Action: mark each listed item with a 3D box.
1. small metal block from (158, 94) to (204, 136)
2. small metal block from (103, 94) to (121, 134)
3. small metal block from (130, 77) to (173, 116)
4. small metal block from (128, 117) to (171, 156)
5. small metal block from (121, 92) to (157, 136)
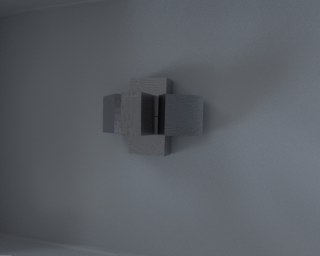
[{"bbox_3d":[0.025,-0.016,0.387,0.050,0.025,0.050,1,91,-20],"label":"small metal block"},{"bbox_3d":[-0.057,-0.018,0.414,0.050,0.025,0.050,2,91,63],"label":"small metal block"},{"bbox_3d":[-0.012,-0.040,0.412,0.050,0.025,0.050,3,91,19],"label":"small metal block"},{"bbox_3d":[-0.013,0.010,0.413,0.050,0.025,0.050,3,91,20],"label":"small metal block"},{"bbox_3d":[-0.025,-0.016,0.377,0.025,0.050,0.050,1,90,19],"label":"small metal block"}]
